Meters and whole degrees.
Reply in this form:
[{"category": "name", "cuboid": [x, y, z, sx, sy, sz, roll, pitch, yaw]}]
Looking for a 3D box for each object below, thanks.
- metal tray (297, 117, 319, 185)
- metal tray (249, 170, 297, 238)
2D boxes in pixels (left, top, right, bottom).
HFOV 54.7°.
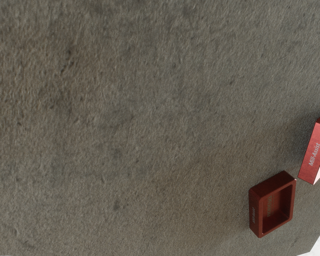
[{"category": "metal tray", "cuboid": [0.303, 0.031, 0.573, 0.091, 0.030, 0.129, -26, 131, -38]}, {"category": "metal tray", "cuboid": [0.226, 0.156, 0.627, 0.091, 0.030, 0.129, -24, 128, -14]}]
